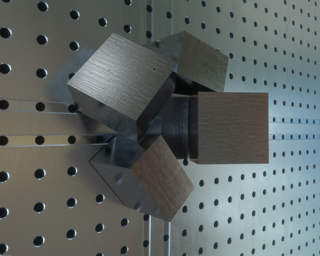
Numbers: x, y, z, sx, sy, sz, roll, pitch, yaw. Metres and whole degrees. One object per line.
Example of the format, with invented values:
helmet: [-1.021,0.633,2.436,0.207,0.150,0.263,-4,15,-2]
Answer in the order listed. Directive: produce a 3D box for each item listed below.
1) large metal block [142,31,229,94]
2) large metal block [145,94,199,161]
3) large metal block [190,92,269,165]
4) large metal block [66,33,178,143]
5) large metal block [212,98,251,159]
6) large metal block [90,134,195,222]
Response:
large metal block: [0.027,-0.075,0.395,0.080,0.080,0.050,17,79,-39]
large metal block: [0.016,-0.001,0.405,0.081,0.050,0.080,1,90,-40]
large metal block: [0.079,0.000,0.368,0.080,0.050,0.080,0,89,-6]
large metal block: [-0.037,-0.044,0.333,0.080,0.080,0.050,-56,167,-25]
large metal block: [0.089,0.000,0.436,0.050,0.080,0.080,0,90,-2]
large metal block: [-0.020,0.053,0.354,0.050,0.080,0.080,-48,119,-30]
